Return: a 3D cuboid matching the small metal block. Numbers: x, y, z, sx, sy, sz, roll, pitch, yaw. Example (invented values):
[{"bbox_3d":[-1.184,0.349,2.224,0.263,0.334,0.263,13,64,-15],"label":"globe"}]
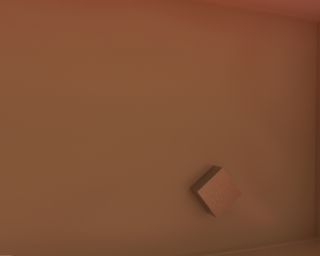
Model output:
[{"bbox_3d":[0.079,0.090,0.439,0.050,0.025,0.050,-40,103,-16],"label":"small metal block"}]
